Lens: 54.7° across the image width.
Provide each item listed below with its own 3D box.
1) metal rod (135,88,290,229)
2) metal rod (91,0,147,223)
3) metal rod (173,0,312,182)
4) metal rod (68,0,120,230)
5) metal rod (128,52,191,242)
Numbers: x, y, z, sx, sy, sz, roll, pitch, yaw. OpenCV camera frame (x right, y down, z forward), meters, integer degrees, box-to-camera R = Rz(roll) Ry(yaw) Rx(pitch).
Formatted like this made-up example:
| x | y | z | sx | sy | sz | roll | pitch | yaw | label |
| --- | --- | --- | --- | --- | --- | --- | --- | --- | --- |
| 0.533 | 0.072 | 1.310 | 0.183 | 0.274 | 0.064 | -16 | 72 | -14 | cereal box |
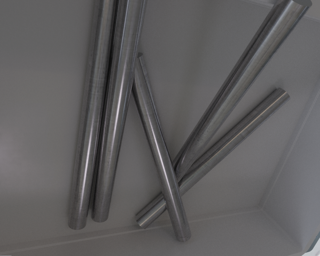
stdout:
| x | y | z | sx | sy | sz | roll | pitch | yaw | label |
| --- | --- | --- | --- | --- | --- | --- | --- | --- | --- |
| 0.081 | 0.047 | 0.481 | 0.300 | 0.025 | 0.025 | -42 | 129 | 1 | metal rod |
| -0.054 | 0.000 | 0.362 | 0.025 | 0.025 | 0.298 | -3 | 125 | -27 | metal rod |
| 0.064 | -0.015 | 0.355 | 0.025 | 0.025 | 0.298 | -6 | 146 | -26 | metal rod |
| -0.081 | 0.000 | 0.364 | 0.025 | 0.025 | 0.298 | -1 | 119 | -28 | metal rod |
| 0.003 | 0.046 | 0.417 | 0.025 | 0.025 | 0.298 | -24 | 121 | -14 | metal rod |
